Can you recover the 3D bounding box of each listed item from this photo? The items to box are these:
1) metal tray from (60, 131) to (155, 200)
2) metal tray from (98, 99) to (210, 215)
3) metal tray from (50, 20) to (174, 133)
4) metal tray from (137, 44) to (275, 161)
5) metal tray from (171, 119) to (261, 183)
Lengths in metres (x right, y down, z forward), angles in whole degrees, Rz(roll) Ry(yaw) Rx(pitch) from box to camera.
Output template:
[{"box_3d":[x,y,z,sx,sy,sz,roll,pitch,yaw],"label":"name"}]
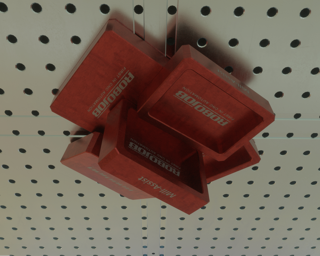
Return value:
[{"box_3d":[-0.061,0.058,0.433,0.130,0.030,0.090,35,147,-26],"label":"metal tray"},{"box_3d":[-0.003,0.033,0.357,0.130,0.090,0.030,33,122,-25],"label":"metal tray"},{"box_3d":[-0.057,-0.048,0.365,0.090,0.030,0.129,32,123,-25],"label":"metal tray"},{"box_3d":[0.051,-0.022,0.351,0.131,0.030,0.090,29,124,-23],"label":"metal tray"},{"box_3d":[0.063,0.036,0.438,0.130,0.030,0.090,-27,126,20],"label":"metal tray"}]
